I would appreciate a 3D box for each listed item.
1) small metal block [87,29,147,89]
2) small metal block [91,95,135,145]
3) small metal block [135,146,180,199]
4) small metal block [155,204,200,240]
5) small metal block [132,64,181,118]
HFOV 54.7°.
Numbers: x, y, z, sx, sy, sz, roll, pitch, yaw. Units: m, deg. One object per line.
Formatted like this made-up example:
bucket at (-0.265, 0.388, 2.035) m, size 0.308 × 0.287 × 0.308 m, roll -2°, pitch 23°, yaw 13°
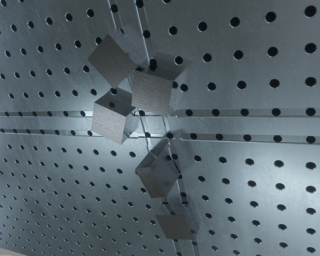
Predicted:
small metal block at (-0.054, -0.085, 0.385) m, size 0.050 × 0.025 × 0.050 m, roll 48°, pitch 128°, yaw -7°
small metal block at (-0.067, -0.011, 0.438) m, size 0.050 × 0.025 × 0.050 m, roll 24°, pitch 127°, yaw 13°
small metal block at (-0.002, 0.062, 0.433) m, size 0.025 × 0.050 × 0.050 m, roll -15°, pitch 111°, yaw 34°
small metal block at (0.028, 0.147, 0.486) m, size 0.050 × 0.025 × 0.050 m, roll -10°, pitch 114°, yaw 32°
small metal block at (-0.006, -0.047, 0.384) m, size 0.050 × 0.025 × 0.050 m, roll 19°, pitch 126°, yaw 16°
